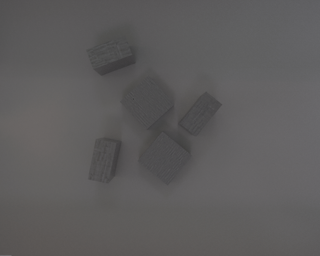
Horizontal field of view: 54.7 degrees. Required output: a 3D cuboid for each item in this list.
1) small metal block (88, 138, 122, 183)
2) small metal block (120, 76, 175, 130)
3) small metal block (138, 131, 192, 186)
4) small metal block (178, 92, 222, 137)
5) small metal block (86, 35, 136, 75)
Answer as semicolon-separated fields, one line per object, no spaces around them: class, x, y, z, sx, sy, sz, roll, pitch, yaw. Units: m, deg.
small metal block;-0.070;0.040;0.398;0.025;0.050;0.050;11;90;0
small metal block;-0.016;-0.033;0.411;0.050;0.025;0.050;-43;90;0
small metal block;0.006;0.039;0.411;0.050;0.025;0.050;40;90;0
small metal block;0.050;-0.017;0.399;0.025;0.050;0.050;39;90;0
small metal block;-0.061;-0.092;0.398;0.050;0.050;0.025;-20;90;0
